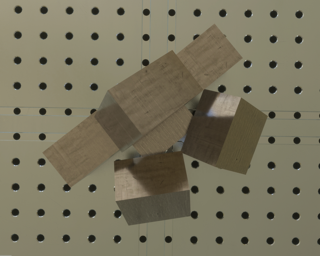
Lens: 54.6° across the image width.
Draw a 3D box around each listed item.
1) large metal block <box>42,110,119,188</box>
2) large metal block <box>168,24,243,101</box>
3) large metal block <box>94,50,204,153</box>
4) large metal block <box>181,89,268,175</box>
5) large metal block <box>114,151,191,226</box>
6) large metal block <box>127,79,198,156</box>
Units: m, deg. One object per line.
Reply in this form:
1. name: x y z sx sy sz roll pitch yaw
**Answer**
1. large metal block: -0.083 0.022 0.384 0.080 0.080 0.050 -38 90 0
2. large metal block: 0.046 -0.073 0.386 0.080 0.080 0.050 -39 91 0
3. large metal block: -0.015 -0.025 0.323 0.080 0.080 0.050 -37 90 -25
4. large metal block: 0.080 0.007 0.379 0.050 0.080 0.080 21 90 41
5. large metal block: -0.007 0.076 0.379 0.080 0.080 0.050 -9 54 0
6. large metal block: -0.008 -0.011 0.402 0.080 0.050 0.080 -39 90 0
